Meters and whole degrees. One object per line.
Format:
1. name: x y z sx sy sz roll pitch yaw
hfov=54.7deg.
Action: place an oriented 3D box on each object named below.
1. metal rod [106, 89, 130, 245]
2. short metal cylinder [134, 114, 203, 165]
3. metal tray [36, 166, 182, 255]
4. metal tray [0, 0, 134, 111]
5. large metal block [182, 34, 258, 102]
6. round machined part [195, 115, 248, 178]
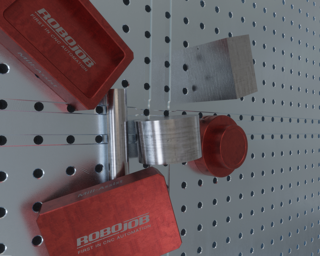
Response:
1. metal rod: -0.047 0.104 0.370 0.025 0.025 0.298 -3 92 -40
2. short metal cylinder: 0.010 0.012 0.382 0.081 0.080 0.050 -10 96 -40
3. metal tray: -0.050 0.105 0.329 0.131 0.030 0.089 -17 103 -13
4. metal tray: -0.098 -0.091 0.323 0.130 0.030 0.090 47 62 -30
5. large metal block: 0.086 -0.083 0.445 0.050 0.080 0.079 -21 103 -38
6. round machined part: 0.100 0.028 0.482 0.099 0.042 0.097 0 90 -40
